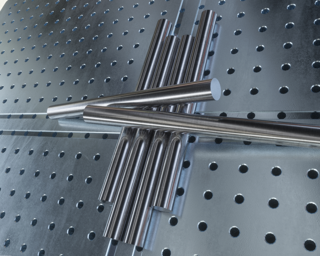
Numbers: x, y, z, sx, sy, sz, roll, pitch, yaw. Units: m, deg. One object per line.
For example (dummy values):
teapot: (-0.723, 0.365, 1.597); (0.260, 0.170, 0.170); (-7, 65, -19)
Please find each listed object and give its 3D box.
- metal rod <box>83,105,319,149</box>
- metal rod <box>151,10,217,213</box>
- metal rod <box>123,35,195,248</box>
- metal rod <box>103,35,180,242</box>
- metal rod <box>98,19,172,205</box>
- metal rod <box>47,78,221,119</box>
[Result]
metal rod: (0.044, -0.004, 0.362); (0.301, 0.025, 0.025); (6, 65, 21)
metal rod: (0.039, -0.040, 0.412); (0.025, 0.025, 0.300); (1, 62, 29)
metal rod: (0.007, -0.001, 0.407); (0.025, 0.025, 0.300); (1, 62, 29)
metal rod: (-0.017, -0.003, 0.419); (0.025, 0.025, 0.300); (2, 62, 29)
metal rod: (-0.029, -0.039, 0.447); (0.025, 0.025, 0.300); (1, 62, 29)
metal rod: (-0.058, -0.035, 0.432); (0.300, 0.025, 0.025); (-4, 60, 36)
